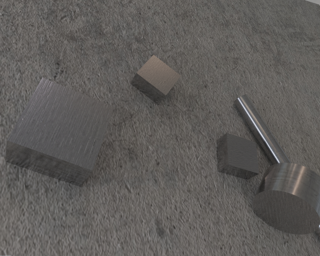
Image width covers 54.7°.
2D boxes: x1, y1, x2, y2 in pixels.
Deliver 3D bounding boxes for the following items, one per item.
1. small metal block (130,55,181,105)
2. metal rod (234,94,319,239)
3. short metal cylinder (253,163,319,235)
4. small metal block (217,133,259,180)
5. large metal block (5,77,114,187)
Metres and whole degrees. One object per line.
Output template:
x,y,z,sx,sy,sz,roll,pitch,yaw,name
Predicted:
-0.006,-0.069,0.443,0.050,0.025,0.050,37,51,-3,small metal block
0.199,0.079,0.462,0.025,0.025,0.299,-17,71,-35,metal rod
0.168,0.092,0.403,0.080,0.080,0.050,41,51,-1,short metal cylinder
0.109,0.040,0.438,0.050,0.025,0.050,18,55,-18,small metal block
-0.104,0.006,0.328,0.080,0.050,0.080,23,53,-15,large metal block
